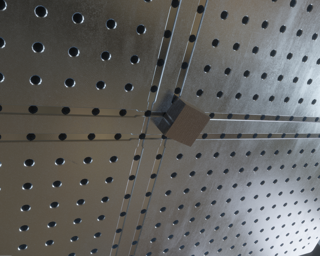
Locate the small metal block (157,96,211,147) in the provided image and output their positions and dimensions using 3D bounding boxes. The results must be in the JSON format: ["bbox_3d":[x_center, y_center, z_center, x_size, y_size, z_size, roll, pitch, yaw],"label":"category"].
[{"bbox_3d":[0.033,-0.008,0.424,0.050,0.025,0.050,24,105,-37],"label":"small metal block"}]
